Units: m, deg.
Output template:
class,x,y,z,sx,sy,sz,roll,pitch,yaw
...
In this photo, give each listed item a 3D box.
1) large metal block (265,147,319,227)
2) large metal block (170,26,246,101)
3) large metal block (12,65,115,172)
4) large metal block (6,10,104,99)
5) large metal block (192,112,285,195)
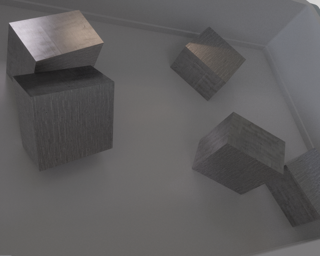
class,x,y,z,sx,sy,sz,roll,pitch,yaw
large metal block,0.210,0.085,0.451,0.081,0.050,0.080,-18,72,-35
large metal block,0.077,-0.103,0.494,0.080,0.050,0.080,43,51,1
large metal block,-0.096,-0.013,0.317,0.081,0.079,0.050,-17,38,-35
large metal block,-0.122,-0.080,0.354,0.081,0.080,0.050,-30,78,-38
large metal block,0.101,0.036,0.402,0.080,0.080,0.050,29,52,-10
